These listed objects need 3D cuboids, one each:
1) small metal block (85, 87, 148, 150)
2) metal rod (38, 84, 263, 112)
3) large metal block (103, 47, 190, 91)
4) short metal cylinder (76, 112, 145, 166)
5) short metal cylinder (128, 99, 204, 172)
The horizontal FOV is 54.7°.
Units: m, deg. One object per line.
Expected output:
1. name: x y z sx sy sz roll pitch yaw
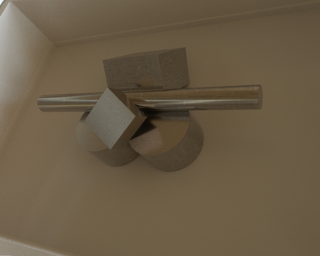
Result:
1. small metal block: -0.051 -0.011 0.358 0.050 0.025 0.050 45 109 20
2. metal rod: -0.033 -0.033 0.376 0.300 0.025 0.025 1 62 28
3. large metal block: -0.015 -0.074 0.414 0.080 0.050 0.080 1 19 28
4. short metal cylinder: -0.064 0.005 0.417 0.080 0.050 0.080 -13 56 20
5. short metal cylinder: 0.007 0.007 0.379 0.080 0.050 0.080 -13 56 20
